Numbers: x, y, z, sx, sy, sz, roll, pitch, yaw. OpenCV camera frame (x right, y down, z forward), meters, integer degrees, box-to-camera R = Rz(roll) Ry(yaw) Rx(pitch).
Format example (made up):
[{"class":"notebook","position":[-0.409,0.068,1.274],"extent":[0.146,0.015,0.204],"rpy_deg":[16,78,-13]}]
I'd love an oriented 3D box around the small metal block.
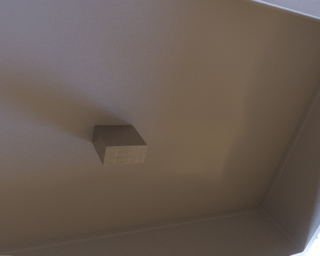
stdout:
[{"class":"small metal block","position":[-0.050,0.019,0.376],"extent":[0.050,0.050,0.025],"rpy_deg":[0,119,-28]}]
